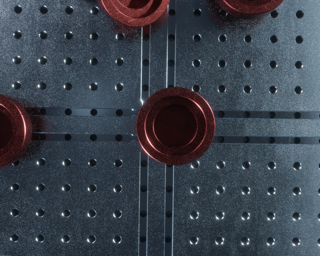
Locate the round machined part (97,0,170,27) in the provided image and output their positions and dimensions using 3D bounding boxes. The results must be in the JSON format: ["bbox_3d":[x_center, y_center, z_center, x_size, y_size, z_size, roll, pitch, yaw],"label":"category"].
[{"bbox_3d":[-0.037,-0.180,0.389,0.099,0.042,0.097,-14,120,-25],"label":"round machined part"}]

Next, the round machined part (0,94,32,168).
[{"bbox_3d":[-0.215,0.004,0.404,0.099,0.042,0.097,0,90,0],"label":"round machined part"}]

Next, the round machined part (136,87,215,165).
[{"bbox_3d":[0.020,-0.002,0.405,0.099,0.042,0.097,0,90,0],"label":"round machined part"}]

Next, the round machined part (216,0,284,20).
[{"bbox_3d":[0.117,-0.190,0.405,0.099,0.042,0.097,0,90,0],"label":"round machined part"}]
